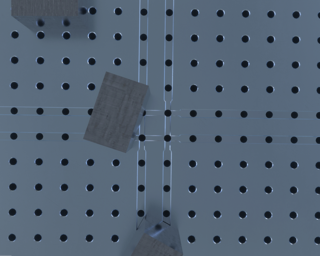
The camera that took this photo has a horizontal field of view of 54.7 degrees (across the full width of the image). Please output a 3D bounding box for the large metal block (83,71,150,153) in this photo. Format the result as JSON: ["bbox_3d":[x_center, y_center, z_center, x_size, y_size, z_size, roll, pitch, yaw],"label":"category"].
[{"bbox_3d":[-0.049,-0.018,0.385,0.050,0.080,0.080,19,90,0],"label":"large metal block"}]

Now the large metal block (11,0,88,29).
[{"bbox_3d":[-0.139,-0.175,0.399,0.081,0.050,0.079,0,90,-1],"label":"large metal block"}]

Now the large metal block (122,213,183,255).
[{"bbox_3d":[-0.016,0.163,0.386,0.050,0.080,0.080,30,90,-1],"label":"large metal block"}]
